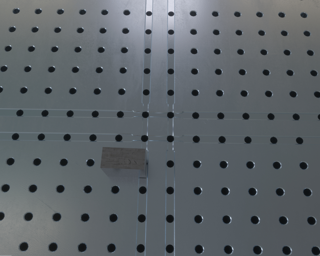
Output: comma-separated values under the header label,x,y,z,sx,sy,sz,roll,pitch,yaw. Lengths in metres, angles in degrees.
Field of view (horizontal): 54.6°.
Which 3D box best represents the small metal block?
label,x,y,z,sx,sy,sz,roll,pitch,yaw
small metal block,-0.043,0.043,0.382,0.050,0.050,0.025,2,70,1
